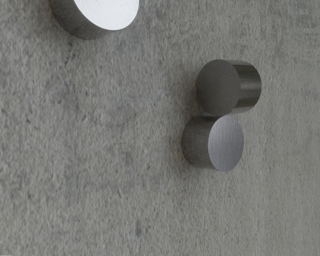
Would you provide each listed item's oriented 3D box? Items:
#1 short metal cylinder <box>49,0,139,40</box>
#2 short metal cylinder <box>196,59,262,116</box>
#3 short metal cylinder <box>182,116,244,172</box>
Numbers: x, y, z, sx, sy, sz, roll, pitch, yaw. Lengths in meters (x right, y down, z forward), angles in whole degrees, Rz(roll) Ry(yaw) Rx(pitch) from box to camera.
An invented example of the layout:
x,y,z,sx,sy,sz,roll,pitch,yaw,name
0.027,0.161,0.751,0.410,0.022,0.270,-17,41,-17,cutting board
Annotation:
x,y,z,sx,sy,sz,roll,pitch,yaw,name
-0.070,-0.139,0.331,0.081,0.050,0.079,0,90,-40,short metal cylinder
0.100,-0.059,0.455,0.050,0.080,0.079,-8,95,-40,short metal cylinder
0.078,0.022,0.456,0.081,0.050,0.079,-2,93,-40,short metal cylinder
